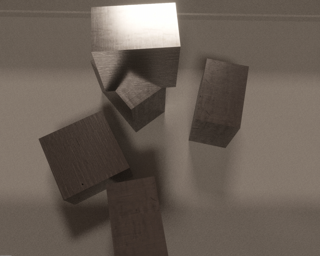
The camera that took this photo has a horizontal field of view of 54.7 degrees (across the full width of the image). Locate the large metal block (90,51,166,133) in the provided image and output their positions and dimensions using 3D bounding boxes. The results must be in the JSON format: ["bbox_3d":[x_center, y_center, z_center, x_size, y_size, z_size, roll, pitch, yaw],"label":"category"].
[{"bbox_3d":[-0.038,-0.051,0.399,0.050,0.080,0.080,-37,75,-12],"label":"large metal block"}]

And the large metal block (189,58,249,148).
[{"bbox_3d":[0.072,-0.028,0.392,0.050,0.080,0.080,12,71,4],"label":"large metal block"}]

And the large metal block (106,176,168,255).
[{"bbox_3d":[-0.024,0.104,0.342,0.050,0.080,0.080,-10,71,-4],"label":"large metal block"}]

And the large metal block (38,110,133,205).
[{"bbox_3d":[-0.089,0.037,0.382,0.080,0.050,0.080,-26,72,-9],"label":"large metal block"}]

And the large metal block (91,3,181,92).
[{"bbox_3d":[-0.024,-0.081,0.325,0.081,0.080,0.050,-4,70,-2],"label":"large metal block"}]
